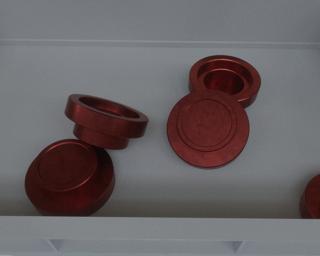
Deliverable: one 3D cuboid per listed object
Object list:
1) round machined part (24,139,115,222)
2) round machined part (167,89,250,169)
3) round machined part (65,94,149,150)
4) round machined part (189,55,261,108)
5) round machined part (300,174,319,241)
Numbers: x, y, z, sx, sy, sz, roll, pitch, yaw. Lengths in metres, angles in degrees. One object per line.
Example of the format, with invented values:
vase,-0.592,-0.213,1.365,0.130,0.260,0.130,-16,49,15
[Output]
round machined part,-0.102,0.051,0.350,0.099,0.042,0.098,0,50,0
round machined part,0.057,-0.001,0.370,0.098,0.042,0.098,-2,75,10
round machined part,-0.066,-0.005,0.376,0.099,0.042,0.098,18,11,-3
round machined part,0.090,-0.058,0.444,0.099,0.042,0.098,0,50,0
round machined part,0.202,0.081,0.320,0.099,0.042,0.098,0,42,0
